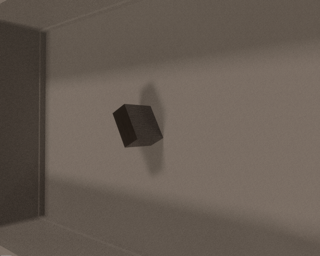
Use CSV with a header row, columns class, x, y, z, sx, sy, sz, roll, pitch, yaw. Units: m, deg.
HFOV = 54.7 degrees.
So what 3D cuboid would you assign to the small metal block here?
class,x,y,z,sx,sy,sz,roll,pitch,yaw
small metal block,-0.029,-0.003,0.412,0.025,0.050,0.050,-34,69,35
